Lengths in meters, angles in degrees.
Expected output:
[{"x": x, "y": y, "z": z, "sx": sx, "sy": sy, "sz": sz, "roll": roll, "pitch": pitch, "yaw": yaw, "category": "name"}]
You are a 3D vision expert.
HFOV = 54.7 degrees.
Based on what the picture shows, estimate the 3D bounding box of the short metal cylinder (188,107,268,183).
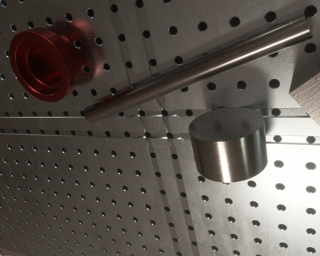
[{"x": 0.076, "y": 0.016, "z": 0.345, "sx": 0.080, "sy": 0.080, "sz": 0.050, "roll": 0, "pitch": 119, "yaw": 28, "category": "short metal cylinder"}]

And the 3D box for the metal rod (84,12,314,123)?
[{"x": 0.017, "y": -0.056, "z": 0.365, "sx": 0.300, "sy": 0.025, "sz": 0.025, "roll": -18, "pitch": 109, "yaw": 34, "category": "metal rod"}]

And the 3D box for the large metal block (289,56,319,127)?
[{"x": 0.179, "y": -0.035, "z": 0.279, "sx": 0.080, "sy": 0.050, "sz": 0.080, "roll": 46, "pitch": 129, "yaw": -4, "category": "large metal block"}]

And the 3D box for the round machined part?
[{"x": -0.151, "y": -0.088, "z": 0.423, "sx": 0.098, "sy": 0.042, "sz": 0.097, "roll": 13, "pitch": 124, "yaw": 20, "category": "round machined part"}]
